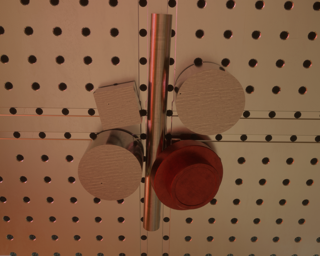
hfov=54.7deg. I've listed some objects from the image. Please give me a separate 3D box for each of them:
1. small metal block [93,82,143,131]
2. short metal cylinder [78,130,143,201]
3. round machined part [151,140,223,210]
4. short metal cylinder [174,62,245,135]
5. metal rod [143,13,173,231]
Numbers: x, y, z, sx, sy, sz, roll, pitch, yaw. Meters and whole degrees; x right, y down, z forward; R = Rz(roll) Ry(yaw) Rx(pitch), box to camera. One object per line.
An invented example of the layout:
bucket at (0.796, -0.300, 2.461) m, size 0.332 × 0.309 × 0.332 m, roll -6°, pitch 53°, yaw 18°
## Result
small metal block at (-0.053, -0.028, 0.398) m, size 0.050 × 0.025 × 0.050 m, roll -11°, pitch 110°, yaw 3°
short metal cylinder at (-0.063, 0.049, 0.413) m, size 0.081 × 0.050 × 0.079 m, roll 0°, pitch 110°, yaw 0°
round machined part at (0.040, 0.069, 0.413) m, size 0.099 × 0.042 × 0.097 m, roll -6°, pitch 110°, yaw -15°
short metal cylinder at (0.059, -0.037, 0.382) m, size 0.081 × 0.050 × 0.079 m, roll 0°, pitch 110°, yaw 0°
metal rod at (-0.005, 0.007, 0.411) m, size 0.025 × 0.025 × 0.298 m, roll 3°, pitch 110°, yaw -1°
